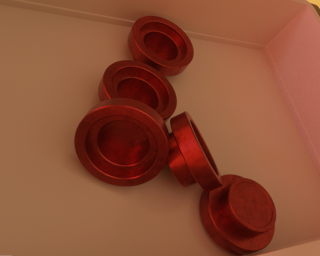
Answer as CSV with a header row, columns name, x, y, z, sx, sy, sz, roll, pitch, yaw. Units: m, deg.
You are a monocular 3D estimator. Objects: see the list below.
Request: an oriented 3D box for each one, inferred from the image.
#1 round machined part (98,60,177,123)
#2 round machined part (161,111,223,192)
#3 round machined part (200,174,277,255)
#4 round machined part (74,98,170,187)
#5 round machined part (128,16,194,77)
name,x,y,z,sx,sy,sz,roll,pitch,yaw
round machined part,-0.031,-0.037,0.396,0.099,0.042,0.098,16,49,-20
round machined part,0.034,0.032,0.372,0.098,0.042,0.098,60,11,-18
round machined part,0.102,0.101,0.383,0.099,0.042,0.098,15,51,-19
round machined part,-0.038,0.012,0.338,0.098,0.097,0.042,29,25,-10
round machined part,-0.002,-0.116,0.464,0.099,0.042,0.098,14,56,-21
